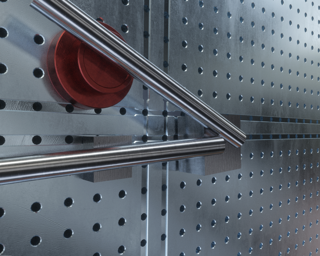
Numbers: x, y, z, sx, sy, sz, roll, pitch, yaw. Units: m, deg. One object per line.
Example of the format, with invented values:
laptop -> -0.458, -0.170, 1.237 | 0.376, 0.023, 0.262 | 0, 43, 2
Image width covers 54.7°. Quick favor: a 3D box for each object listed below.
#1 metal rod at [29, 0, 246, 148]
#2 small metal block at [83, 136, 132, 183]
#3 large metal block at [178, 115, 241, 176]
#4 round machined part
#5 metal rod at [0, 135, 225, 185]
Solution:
metal rod -> 0.001, -0.050, 0.349 | 0.301, 0.025, 0.025 | 31, 70, -33
small metal block -> -0.061, 0.034, 0.361 | 0.050, 0.025, 0.050 | -1, 91, -40
large metal block -> 0.073, 0.022, 0.453 | 0.081, 0.050, 0.079 | -3, 92, -40
round machined part -> -0.068, -0.070, 0.342 | 0.099, 0.042, 0.097 | 0, 90, -40
metal rod -> -0.054, 0.032, 0.330 | 0.303, 0.025, 0.025 | -4, 93, -30
